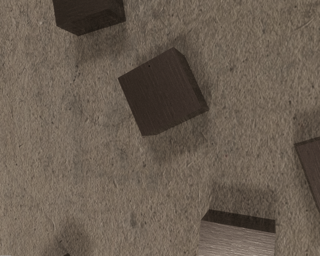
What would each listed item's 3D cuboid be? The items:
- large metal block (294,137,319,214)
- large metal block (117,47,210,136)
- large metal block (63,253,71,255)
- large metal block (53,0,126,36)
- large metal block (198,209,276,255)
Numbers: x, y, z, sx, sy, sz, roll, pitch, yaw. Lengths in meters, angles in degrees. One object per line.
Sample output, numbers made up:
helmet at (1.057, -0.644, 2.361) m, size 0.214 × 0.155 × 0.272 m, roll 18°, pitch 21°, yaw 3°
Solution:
large metal block at (0.198, 0.044, 0.326) m, size 0.080 × 0.050 × 0.080 m, roll -19°, pitch 84°, yaw 18°
large metal block at (0.006, -0.043, 0.393) m, size 0.080 × 0.050 × 0.080 m, roll -26°, pitch 82°, yaw 18°
large metal block at (-0.160, 0.236, 0.435) m, size 0.050 × 0.080 × 0.080 m, roll 43°, pitch 103°, yaw 14°
large metal block at (-0.100, -0.183, 0.430) m, size 0.080 × 0.050 × 0.080 m, roll -11°, pitch 87°, yaw 19°
large metal block at (0.090, 0.148, 0.364) m, size 0.080 × 0.050 × 0.079 m, roll 5°, pitch 92°, yaw 19°
